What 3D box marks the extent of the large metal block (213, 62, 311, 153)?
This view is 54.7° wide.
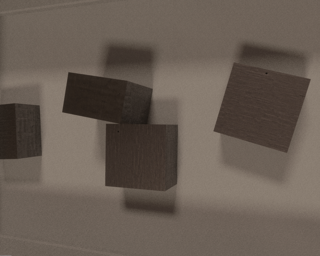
[{"bbox_3d":[0.116,-0.023,0.356,0.080,0.050,0.080,17,96,18],"label":"large metal block"}]

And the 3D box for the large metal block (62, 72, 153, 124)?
[{"bbox_3d":[-0.065,-0.037,0.403,0.080,0.080,0.050,11,94,19],"label":"large metal block"}]

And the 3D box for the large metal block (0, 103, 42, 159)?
[{"bbox_3d":[-0.234,0.006,0.478,0.080,0.050,0.079,-3,89,19],"label":"large metal block"}]

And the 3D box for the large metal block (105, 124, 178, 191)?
[{"bbox_3d":[-0.023,0.035,0.404,0.080,0.050,0.079,1,90,19],"label":"large metal block"}]
